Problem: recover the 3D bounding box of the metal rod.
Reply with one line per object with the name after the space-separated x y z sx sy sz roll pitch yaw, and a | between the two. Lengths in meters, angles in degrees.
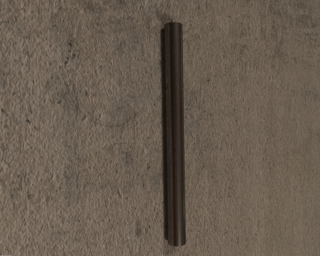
0.021 0.009 0.424 0.025 0.025 0.298 -2 91 -40 | metal rod
